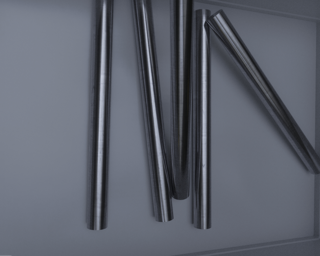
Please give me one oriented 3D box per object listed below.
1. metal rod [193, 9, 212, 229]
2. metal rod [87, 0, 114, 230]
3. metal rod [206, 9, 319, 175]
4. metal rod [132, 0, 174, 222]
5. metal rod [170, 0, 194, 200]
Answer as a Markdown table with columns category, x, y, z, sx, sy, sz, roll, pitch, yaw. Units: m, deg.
| category | x | y | z | sx | sy | sz | roll | pitch | yaw |
| --- | --- | --- | --- | --- | --- | --- | --- | --- | --- |
| metal rod | 0.059 | -0.012 | 0.431 | 0.025 | 0.025 | 0.298 | 0 | 90 | -20 |
| metal rod | -0.073 | -0.027 | 0.383 | 0.025 | 0.025 | 0.298 | 2 | 89 | -20 |
| metal rod | 0.164 | -0.041 | 0.457 | 0.025 | 0.025 | 0.300 | -45 | 109 | -14 |
| metal rod | -0.009 | -0.027 | 0.406 | 0.025 | 0.025 | 0.298 | -7 | 92 | -20 |
| metal rod | 0.025 | -0.044 | 0.358 | 0.025 | 0.025 | 0.298 | -11 | 117 | -20 |
